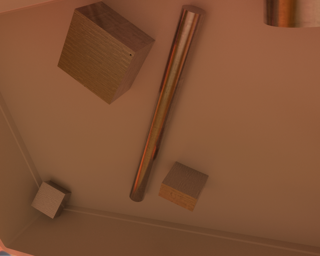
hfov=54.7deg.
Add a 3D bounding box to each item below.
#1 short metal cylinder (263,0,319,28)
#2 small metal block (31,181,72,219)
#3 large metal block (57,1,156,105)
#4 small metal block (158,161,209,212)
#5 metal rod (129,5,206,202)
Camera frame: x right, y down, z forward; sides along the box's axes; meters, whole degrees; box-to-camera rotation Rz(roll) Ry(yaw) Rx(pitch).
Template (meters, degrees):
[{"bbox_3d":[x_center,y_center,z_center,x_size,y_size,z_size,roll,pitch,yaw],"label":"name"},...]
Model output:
[{"bbox_3d":[0.122,-0.112,0.239,0.080,0.080,0.050,4,120,26],"label":"short metal cylinder"},{"bbox_3d":[-0.203,0.133,0.578,0.050,0.025,0.050,26,90,11],"label":"small metal block"},{"bbox_3d":[-0.065,-0.089,0.370,0.080,0.050,0.080,37,129,3],"label":"large metal block"},{"bbox_3d":[0.033,0.079,0.423,0.050,0.050,0.025,23,127,14],"label":"small metal block"},{"bbox_3d":[-0.001,-0.006,0.403,0.025,0.025,0.298,26,128,11],"label":"metal rod"}]
